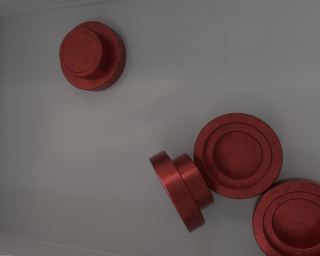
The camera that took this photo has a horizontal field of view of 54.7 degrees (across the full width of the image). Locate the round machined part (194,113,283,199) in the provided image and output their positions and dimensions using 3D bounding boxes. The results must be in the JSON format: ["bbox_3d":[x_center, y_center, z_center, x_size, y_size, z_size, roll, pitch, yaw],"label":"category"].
[{"bbox_3d":[0.093,0.031,0.369,0.098,0.042,0.097,0,90,20],"label":"round machined part"}]

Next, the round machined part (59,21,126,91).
[{"bbox_3d":[-0.101,-0.102,0.437,0.098,0.042,0.097,0,90,20],"label":"round machined part"}]

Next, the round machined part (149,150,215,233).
[{"bbox_3d":[0.029,0.069,0.366,0.042,0.098,0.098,-29,80,-5],"label":"round machined part"}]

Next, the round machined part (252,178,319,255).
[{"bbox_3d":[0.154,0.103,0.345,0.098,0.042,0.097,1,93,17],"label":"round machined part"}]
